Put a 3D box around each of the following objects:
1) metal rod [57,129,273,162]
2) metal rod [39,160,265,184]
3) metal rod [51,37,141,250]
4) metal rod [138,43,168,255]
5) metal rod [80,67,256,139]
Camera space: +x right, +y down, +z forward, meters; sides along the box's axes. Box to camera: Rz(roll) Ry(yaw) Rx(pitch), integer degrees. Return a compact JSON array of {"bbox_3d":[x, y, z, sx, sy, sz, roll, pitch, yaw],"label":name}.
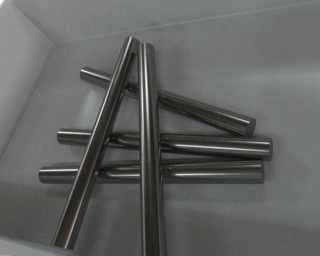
[{"bbox_3d":[-0.015,0.018,0.399,0.300,0.025,0.025,2,63,28],"label":"metal rod"},{"bbox_3d":[-0.030,0.057,0.383,0.301,0.025,0.025,-5,60,25],"label":"metal rod"},{"bbox_3d":[-0.075,0.002,0.408,0.025,0.025,0.300,0,62,28],"label":"metal rod"},{"bbox_3d":[-0.012,0.011,0.370,0.025,0.025,0.299,-16,55,19],"label":"metal rod"},{"bbox_3d":[-0.011,-0.045,0.435,0.300,0.025,0.025,22,74,35],"label":"metal rod"}]
